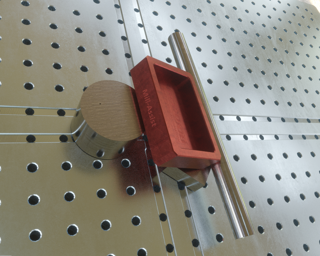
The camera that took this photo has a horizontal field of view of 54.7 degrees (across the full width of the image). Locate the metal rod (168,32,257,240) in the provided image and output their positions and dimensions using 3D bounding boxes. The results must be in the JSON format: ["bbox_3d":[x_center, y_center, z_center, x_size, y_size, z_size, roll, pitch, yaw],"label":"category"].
[{"bbox_3d":[0.061,-0.007,0.415,0.025,0.025,0.299,-1,62,-29],"label":"metal rod"}]

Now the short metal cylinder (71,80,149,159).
[{"bbox_3d":[-0.059,-0.009,0.366,0.081,0.050,0.080,14,56,-21],"label":"short metal cylinder"}]

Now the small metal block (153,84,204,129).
[{"bbox_3d":[0.027,-0.031,0.444,0.050,0.025,0.050,-16,70,-35],"label":"small metal block"}]

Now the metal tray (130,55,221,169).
[{"bbox_3d":[0.019,-0.017,0.376,0.091,0.030,0.130,11,55,-46],"label":"metal tray"}]

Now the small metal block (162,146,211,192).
[{"bbox_3d":[0.038,0.046,0.401,0.050,0.025,0.050,34,51,-7],"label":"small metal block"}]
